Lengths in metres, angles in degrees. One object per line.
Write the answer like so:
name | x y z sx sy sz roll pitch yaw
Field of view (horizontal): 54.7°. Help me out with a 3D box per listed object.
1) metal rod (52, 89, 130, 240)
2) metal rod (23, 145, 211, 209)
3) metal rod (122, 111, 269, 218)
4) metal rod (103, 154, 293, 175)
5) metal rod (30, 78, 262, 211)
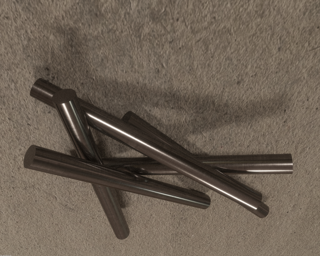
metal rod | -0.081 0.073 0.422 0.025 0.025 0.298 -6 134 4
metal rod | -0.030 0.076 0.416 0.025 0.025 0.301 -39 138 28
metal rod | 0.066 0.066 0.464 0.301 0.025 0.025 35 122 -27
metal rod | 0.015 0.051 0.417 0.301 0.025 0.025 -3 131 15
metal rod | -0.013 0.022 0.375 0.301 0.025 0.025 28 126 -4
